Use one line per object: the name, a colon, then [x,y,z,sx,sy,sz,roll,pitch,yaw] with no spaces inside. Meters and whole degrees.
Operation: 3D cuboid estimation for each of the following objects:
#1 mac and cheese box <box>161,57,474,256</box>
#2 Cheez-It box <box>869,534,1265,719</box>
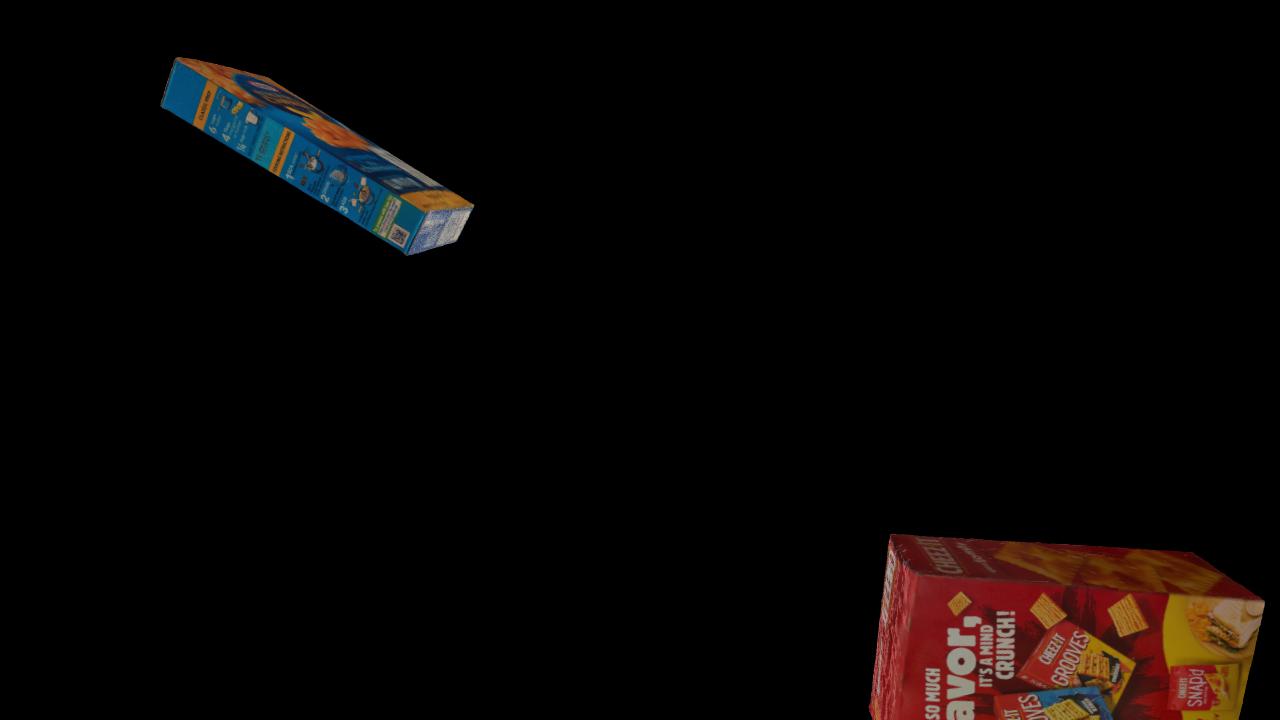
mac and cheese box: [-0.220,-0.143,0.441,0.184,0.041,0.093,32,18,-5]
Cheez-It box: [0.294,0.222,0.448,0.223,0.166,0.071,2,11,6]
